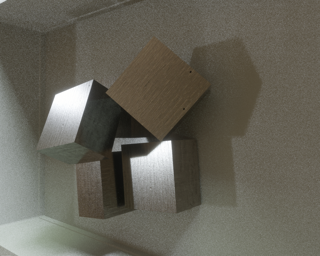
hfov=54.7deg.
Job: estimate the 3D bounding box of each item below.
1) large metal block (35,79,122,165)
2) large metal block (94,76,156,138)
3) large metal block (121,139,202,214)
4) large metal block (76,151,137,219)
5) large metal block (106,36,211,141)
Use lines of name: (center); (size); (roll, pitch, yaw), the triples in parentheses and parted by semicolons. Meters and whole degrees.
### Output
large metal block: (-0.098, -0.004, 0.382); (0.080, 0.050, 0.080); (-12, 57, 39)
large metal block: (-0.051, -0.027, 0.428); (0.080, 0.050, 0.079); (-1, 89, 39)
large metal block: (0.001, 0.057, 0.383); (0.080, 0.050, 0.080); (-7, 86, 39)
large metal block: (-0.063, 0.072, 0.419); (0.050, 0.081, 0.080); (-8, 85, 39)
large metal block: (0.001, -0.042, 0.353); (0.080, 0.050, 0.080); (42, 95, 6)
